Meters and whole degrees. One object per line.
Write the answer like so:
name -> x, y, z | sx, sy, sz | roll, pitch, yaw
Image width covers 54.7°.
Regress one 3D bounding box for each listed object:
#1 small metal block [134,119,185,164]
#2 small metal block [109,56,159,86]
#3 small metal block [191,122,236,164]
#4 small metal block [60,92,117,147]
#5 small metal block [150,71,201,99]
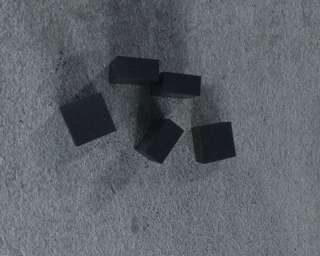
small metal block -> -0.002, 0.016, 0.395 | 0.025, 0.050, 0.050 | 39, 78, -16
small metal block -> -0.033, -0.069, 0.383 | 0.050, 0.050, 0.025 | 1, 90, -20
small metal block -> 0.076, 0.020, 0.437 | 0.050, 0.025, 0.050 | -10, 94, -20
small metal block -> -0.088, -0.011, 0.376 | 0.050, 0.025, 0.050 | -24, 98, -19
small metal block -> 0.019, -0.054, 0.402 | 0.050, 0.050, 0.025 | 4, 89, -20
